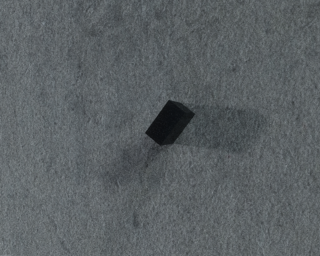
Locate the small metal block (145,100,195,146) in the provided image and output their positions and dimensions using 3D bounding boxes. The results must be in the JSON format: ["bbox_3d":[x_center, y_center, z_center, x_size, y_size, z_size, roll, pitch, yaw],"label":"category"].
[{"bbox_3d":[0.014,-0.006,0.391,0.025,0.050,0.050,39,103,16],"label":"small metal block"}]
